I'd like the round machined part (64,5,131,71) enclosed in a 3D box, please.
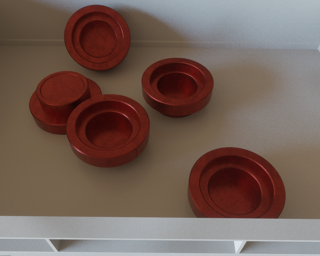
[{"bbox_3d":[-0.096,-0.137,0.486,0.099,0.042,0.097,-1,94,-7],"label":"round machined part"}]

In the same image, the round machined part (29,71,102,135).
[{"bbox_3d":[-0.130,-0.042,0.427,0.099,0.042,0.098,0,50,0],"label":"round machined part"}]

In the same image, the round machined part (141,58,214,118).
[{"bbox_3d":[0.024,-0.053,0.439,0.099,0.042,0.098,0,50,0],"label":"round machined part"}]

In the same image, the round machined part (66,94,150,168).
[{"bbox_3d":[-0.062,0.007,0.385,0.099,0.042,0.098,2,52,-2],"label":"round machined part"}]

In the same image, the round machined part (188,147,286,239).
[{"bbox_3d":[0.079,0.072,0.335,0.099,0.042,0.098,0,50,0],"label":"round machined part"}]
